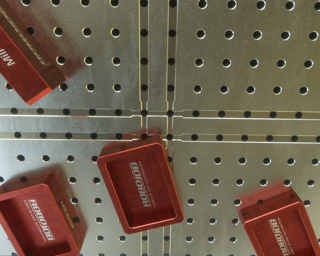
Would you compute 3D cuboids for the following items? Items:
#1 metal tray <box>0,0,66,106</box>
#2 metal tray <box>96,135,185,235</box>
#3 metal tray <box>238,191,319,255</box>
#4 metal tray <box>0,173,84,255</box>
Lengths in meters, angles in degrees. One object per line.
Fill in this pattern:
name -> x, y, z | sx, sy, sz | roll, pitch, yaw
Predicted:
metal tray -> -0.164, -0.093, 0.341 | 0.030, 0.090, 0.130 | -34, 107, 4
metal tray -> -0.025, 0.082, 0.440 | 0.090, 0.030, 0.129 | -15, 110, 5
metal tray -> 0.187, 0.169, 0.474 | 0.090, 0.030, 0.130 | -24, 108, 8
metal tray -> -0.180, 0.139, 0.460 | 0.090, 0.030, 0.129 | -15, 110, 5
